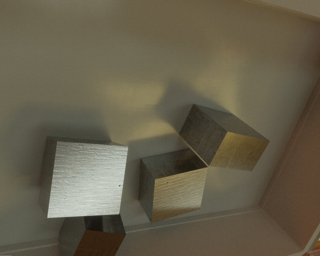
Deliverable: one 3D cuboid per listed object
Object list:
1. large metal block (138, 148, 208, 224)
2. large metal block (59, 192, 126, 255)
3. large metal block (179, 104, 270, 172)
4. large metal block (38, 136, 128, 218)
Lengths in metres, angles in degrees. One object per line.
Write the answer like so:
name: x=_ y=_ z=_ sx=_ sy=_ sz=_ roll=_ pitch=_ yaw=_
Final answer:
large metal block: x=0.017 y=0.083 z=0.453 sx=0.081 sy=0.050 sz=0.079 roll=-9 pitch=123 yaw=-24
large metal block: x=-0.091 y=0.137 z=0.404 sx=0.050 sy=0.080 sz=0.080 roll=18 pitch=109 yaw=-27
large metal block: x=0.087 y=0.013 z=0.428 sx=0.081 sy=0.080 sz=0.050 roll=11 pitch=113 yaw=-33
large metal block: x=-0.089 y=0.055 z=0.360 sx=0.081 sy=0.050 sz=0.080 roll=7 pitch=91 yaw=-32
